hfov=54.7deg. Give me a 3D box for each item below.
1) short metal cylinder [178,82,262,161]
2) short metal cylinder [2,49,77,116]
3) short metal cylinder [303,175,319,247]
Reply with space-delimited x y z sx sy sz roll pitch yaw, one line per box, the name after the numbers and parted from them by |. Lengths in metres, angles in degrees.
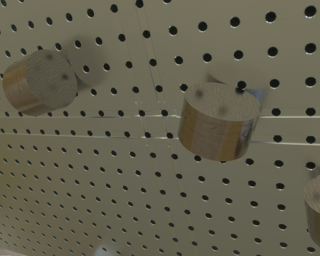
0.063 -0.009 0.336 0.080 0.080 0.050 20 126 16 | short metal cylinder
-0.161 -0.060 0.421 0.050 0.080 0.080 -13 112 33 | short metal cylinder
0.198 0.089 0.326 0.080 0.080 0.050 -4 117 29 | short metal cylinder
